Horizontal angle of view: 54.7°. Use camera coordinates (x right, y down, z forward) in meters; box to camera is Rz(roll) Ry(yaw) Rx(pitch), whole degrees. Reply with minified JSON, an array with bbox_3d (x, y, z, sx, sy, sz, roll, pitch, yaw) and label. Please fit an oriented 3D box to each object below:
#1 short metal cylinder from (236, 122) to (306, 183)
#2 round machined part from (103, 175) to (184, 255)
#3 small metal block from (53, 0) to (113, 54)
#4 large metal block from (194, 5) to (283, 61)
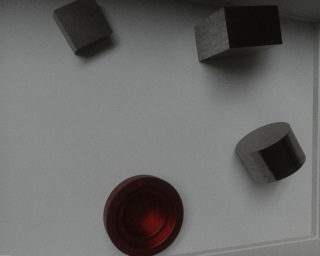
[{"bbox_3d":[0.156,0.034,0.441,0.080,0.080,0.050,-34,102,-17],"label":"short metal cylinder"},{"bbox_3d":[-0.023,0.108,0.394,0.099,0.042,0.097,0,90,-21],"label":"round machined part"},{"bbox_3d":[-0.093,-0.125,0.376,0.050,0.025,0.050,-32,101,-17],"label":"small metal block"},{"bbox_3d":[0.103,-0.126,0.421,0.081,0.080,0.050,-10,94,-20],"label":"large metal block"}]
